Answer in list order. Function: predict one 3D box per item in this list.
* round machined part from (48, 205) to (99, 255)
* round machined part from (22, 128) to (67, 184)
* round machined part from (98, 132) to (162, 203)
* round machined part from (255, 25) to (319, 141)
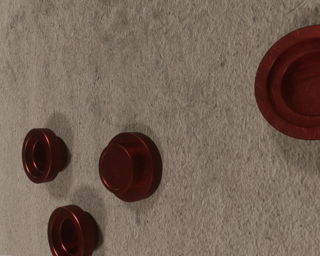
[{"bbox_3d":[-0.138,0.174,0.505,0.098,0.042,0.097,0,90,39],"label":"round machined part"},{"bbox_3d":[-0.205,0.049,0.560,0.098,0.042,0.097,0,90,39],"label":"round machined part"},{"bbox_3d":[-0.048,0.055,0.431,0.098,0.042,0.097,0,90,39],"label":"round machined part"},{"bbox_3d":[0.140,-0.038,0.278,0.098,0.042,0.097,0,90,39],"label":"round machined part"}]
